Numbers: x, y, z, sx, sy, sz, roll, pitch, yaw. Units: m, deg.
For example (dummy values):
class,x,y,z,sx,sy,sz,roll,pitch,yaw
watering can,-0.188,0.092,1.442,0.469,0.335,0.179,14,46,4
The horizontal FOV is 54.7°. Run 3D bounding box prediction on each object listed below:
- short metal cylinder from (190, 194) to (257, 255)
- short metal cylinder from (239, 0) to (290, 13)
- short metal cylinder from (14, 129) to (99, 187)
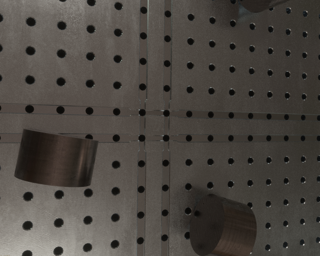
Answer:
class,x,y,z,sx,sy,sz,roll,pitch,yaw
short metal cylinder,0.083,0.134,0.416,0.050,0.080,0.080,21,83,-19
short metal cylinder,0.151,-0.212,0.441,0.050,0.080,0.080,-26,99,-18
short metal cylinder,-0.113,0.032,0.342,0.081,0.080,0.050,11,87,-20
